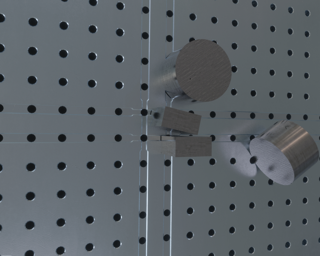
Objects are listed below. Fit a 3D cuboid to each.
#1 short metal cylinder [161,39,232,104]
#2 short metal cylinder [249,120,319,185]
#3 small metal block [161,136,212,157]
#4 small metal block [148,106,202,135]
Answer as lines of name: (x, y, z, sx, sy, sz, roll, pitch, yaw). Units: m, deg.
short metal cylinder: (0.048, -0.073, 0.417, 0.081, 0.050, 0.079, 0, 90, -20)
short metal cylinder: (0.178, 0.035, 0.449, 0.050, 0.080, 0.080, -33, 101, -17)
small metal block: (0.034, 0.023, 0.412, 0.050, 0.050, 0.025, 0, 90, -20)
small metal block: (0.019, -0.009, 0.406, 0.050, 0.050, 0.025, 13, 86, -20)
